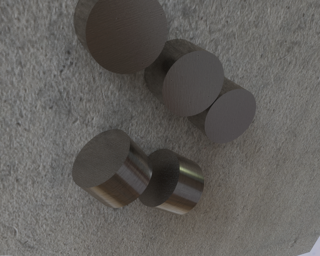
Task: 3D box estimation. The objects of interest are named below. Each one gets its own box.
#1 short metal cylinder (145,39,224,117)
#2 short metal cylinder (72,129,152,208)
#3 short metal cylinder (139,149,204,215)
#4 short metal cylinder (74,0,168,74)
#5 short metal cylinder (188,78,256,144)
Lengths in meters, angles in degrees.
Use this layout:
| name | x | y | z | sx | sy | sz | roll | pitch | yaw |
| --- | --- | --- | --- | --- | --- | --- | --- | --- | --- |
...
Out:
| name | x | y | z | sx | sy | sz | roll | pitch | yaw |
| --- | --- | --- | --- | --- | --- | --- | --- | --- | --- |
| short metal cylinder | 0.028 | -0.060 | 0.370 | 0.081 | 0.050 | 0.079 | -14 | 125 | -21 |
| short metal cylinder | -0.057 | 0.048 | 0.371 | 0.080 | 0.080 | 0.050 | -40 | 130 | -2 |
| short metal cylinder | 0.013 | 0.074 | 0.426 | 0.050 | 0.080 | 0.080 | 29 | 102 | -38 |
| short metal cylinder | -0.040 | -0.100 | 0.308 | 0.081 | 0.050 | 0.079 | -14 | 125 | -21 |
| short metal cylinder | 0.082 | -0.026 | 0.422 | 0.081 | 0.050 | 0.079 | -14 | 125 | -21 |
